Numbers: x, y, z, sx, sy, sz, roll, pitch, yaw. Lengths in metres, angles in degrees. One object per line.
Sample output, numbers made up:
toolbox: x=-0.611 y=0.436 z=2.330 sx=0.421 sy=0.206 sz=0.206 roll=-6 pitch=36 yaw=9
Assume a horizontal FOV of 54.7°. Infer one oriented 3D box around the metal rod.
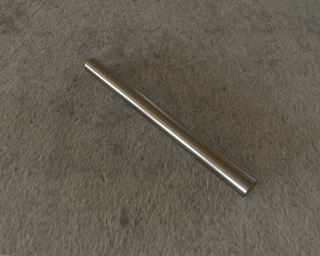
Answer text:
metal rod: x=-0.003 y=-0.015 z=0.415 sx=0.025 sy=0.025 sz=0.300 roll=-36 pitch=59 yaw=-27
